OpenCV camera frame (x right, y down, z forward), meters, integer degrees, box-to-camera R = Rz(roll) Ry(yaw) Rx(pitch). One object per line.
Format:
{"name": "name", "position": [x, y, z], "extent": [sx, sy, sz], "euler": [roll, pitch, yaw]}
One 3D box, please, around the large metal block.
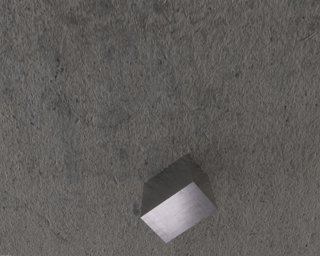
{"name": "large metal block", "position": [0.023, 0.090, 0.414], "extent": [0.080, 0.080, 0.050], "euler": [-37, 106, 12]}
